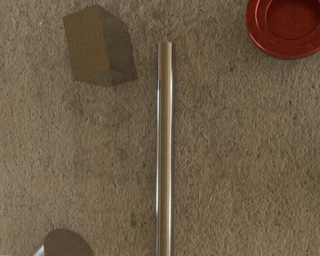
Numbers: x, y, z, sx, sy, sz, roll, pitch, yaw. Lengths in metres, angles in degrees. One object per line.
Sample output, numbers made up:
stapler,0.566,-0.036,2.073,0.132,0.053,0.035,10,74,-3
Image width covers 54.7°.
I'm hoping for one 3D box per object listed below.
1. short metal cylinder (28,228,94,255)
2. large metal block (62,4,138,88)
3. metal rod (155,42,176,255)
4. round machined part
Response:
short metal cylinder,-0.138,0.188,0.427,0.080,0.080,0.050,45,104,14
large metal block,-0.075,-0.102,0.405,0.050,0.080,0.080,-13,86,19
metal rod,0.007,0.040,0.405,0.025,0.025,0.298,1,90,19
round machined part,0.149,-0.124,0.348,0.098,0.042,0.097,0,90,19
